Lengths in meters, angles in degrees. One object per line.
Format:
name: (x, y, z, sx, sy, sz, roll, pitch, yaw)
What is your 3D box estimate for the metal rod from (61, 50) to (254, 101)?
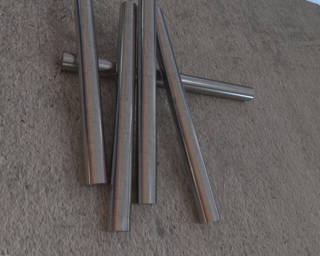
metal rod: (0.013, -0.071, 0.453, 0.302, 0.025, 0.025, 6, 59, -25)

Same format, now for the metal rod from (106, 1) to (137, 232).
metal rod: (-0.043, -0.032, 0.376, 0.025, 0.025, 0.299, 10, 65, -23)

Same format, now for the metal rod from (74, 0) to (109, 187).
metal rod: (-0.087, -0.080, 0.375, 0.025, 0.025, 0.299, 2, 70, -28)

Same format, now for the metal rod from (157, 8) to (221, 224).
metal rod: (0.026, -0.028, 0.410, 0.025, 0.025, 0.299, -4, 71, -30)

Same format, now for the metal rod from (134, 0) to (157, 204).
metal rod: (-0.017, -0.057, 0.391, 0.025, 0.025, 0.299, 8, 70, -24)
